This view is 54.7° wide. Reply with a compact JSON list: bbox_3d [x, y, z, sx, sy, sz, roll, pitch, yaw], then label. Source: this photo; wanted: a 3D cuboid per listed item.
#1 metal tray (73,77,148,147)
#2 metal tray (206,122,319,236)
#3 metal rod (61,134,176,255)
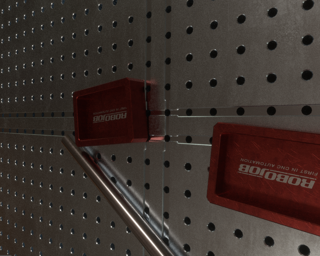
[{"bbox_3d":[-0.079,-0.019,0.468,0.130,0.030,0.089,-7,86,39],"label":"metal tray"},{"bbox_3d":[0.114,0.045,0.310,0.130,0.030,0.089,8,95,39],"label":"metal tray"},{"bbox_3d":[-0.064,0.106,0.459,0.300,0.025,0.025,42,115,31],"label":"metal rod"}]
